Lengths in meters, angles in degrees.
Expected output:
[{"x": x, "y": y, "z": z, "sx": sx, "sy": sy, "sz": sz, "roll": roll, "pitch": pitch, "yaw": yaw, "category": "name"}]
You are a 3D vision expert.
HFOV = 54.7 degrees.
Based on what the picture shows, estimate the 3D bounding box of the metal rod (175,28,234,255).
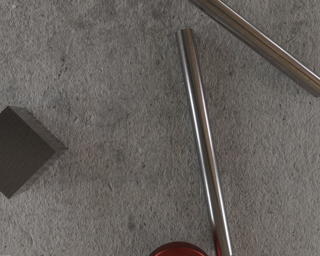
[{"x": 0.059, "y": 0.019, "z": 0.410, "sx": 0.025, "sy": 0.025, "sz": 0.298, "roll": -10, "pitch": 90, "yaw": 0, "category": "metal rod"}]

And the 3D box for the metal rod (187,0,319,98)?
[{"x": 0.093, "y": -0.135, "z": 0.395, "sx": 0.301, "sy": 0.025, "sz": 0.025, "roll": 35, "pitch": 90, "yaw": -7, "category": "metal rod"}]

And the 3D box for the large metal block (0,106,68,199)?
[{"x": -0.181, "y": 0.029, "z": 0.395, "sx": 0.080, "sy": 0.050, "sz": 0.080, "roll": 45, "pitch": 90, "yaw": -1, "category": "large metal block"}]

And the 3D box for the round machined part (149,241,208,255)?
[{"x": 0.024, "y": 0.196, "z": 0.402, "sx": 0.099, "sy": 0.042, "sz": 0.097, "roll": 0, "pitch": 90, "yaw": -1, "category": "round machined part"}]
